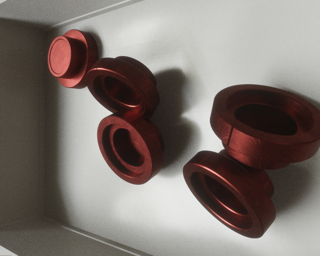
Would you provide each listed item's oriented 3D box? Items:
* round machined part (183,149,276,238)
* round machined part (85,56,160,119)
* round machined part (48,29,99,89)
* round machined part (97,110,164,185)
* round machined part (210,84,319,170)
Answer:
[{"bbox_3d":[0.073,0.060,0.313,0.098,0.042,0.098,39,156,22],"label":"round machined part"},{"bbox_3d":[-0.044,-0.055,0.406,0.098,0.098,0.042,4,53,39],"label":"round machined part"},{"bbox_3d":[-0.150,-0.116,0.517,0.098,0.042,0.097,0,90,39],"label":"round machined part"},{"bbox_3d":[-0.034,0.022,0.407,0.098,0.042,0.097,21,126,33],"label":"round machined part"},{"bbox_3d":[0.095,0.001,0.286,0.098,0.099,0.042,35,134,34],"label":"round machined part"}]
